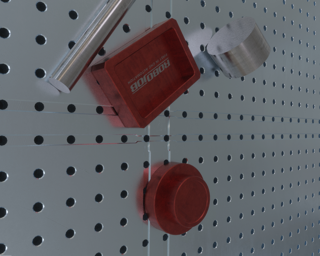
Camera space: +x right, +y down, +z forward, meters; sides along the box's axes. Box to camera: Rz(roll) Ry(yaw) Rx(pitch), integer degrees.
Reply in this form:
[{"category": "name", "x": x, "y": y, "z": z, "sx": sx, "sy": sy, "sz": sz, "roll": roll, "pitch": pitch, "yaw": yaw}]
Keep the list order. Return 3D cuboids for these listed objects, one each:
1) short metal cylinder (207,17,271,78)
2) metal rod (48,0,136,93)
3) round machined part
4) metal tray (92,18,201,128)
[{"category": "short metal cylinder", "x": 0.119, "y": -0.122, "z": 0.473, "sx": 0.050, "sy": 0.080, "sz": 0.080, "roll": 45, "pitch": 63, "yaw": -31}, {"category": "metal rod", "x": -0.037, "y": -0.166, "z": 0.376, "sx": 0.025, "sy": 0.025, "sz": 0.300, "roll": 43, "pitch": 64, "yaw": -32}, {"category": "round machined part", "x": 0.031, "y": 0.097, "z": 0.424, "sx": 0.099, "sy": 0.042, "sz": 0.097, "roll": 0, "pitch": 90, "yaw": -40}, {"category": "metal tray", "x": -0.011, "y": -0.071, "z": 0.396, "sx": 0.131, "sy": 0.030, "sz": 0.090, "roll": -43, "pitch": 116, "yaw": -31}]
